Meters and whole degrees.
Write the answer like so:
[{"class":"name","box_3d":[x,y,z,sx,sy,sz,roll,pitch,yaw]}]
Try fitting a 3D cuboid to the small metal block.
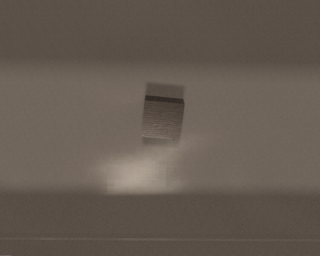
[{"class":"small metal block","box_3d":[0.003,-0.014,0.406,0.050,0.025,0.050,5,110,-3]}]
